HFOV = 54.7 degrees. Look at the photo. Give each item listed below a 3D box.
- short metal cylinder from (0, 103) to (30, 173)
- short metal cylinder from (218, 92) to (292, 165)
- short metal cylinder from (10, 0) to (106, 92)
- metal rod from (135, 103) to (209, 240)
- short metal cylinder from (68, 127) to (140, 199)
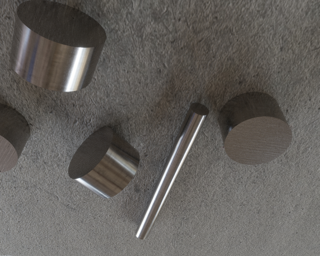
[{"bbox_3d":[-0.217,0.013,0.400,0.081,0.050,0.079,0,130,0],"label":"short metal cylinder"},{"bbox_3d":[0.118,0.001,0.393,0.081,0.050,0.079,0,130,0],"label":"short metal cylinder"},{"bbox_3d":[-0.099,-0.080,0.302,0.080,0.080,0.050,19,128,-15],"label":"short metal cylinder"},{"bbox_3d":[0.008,0.085,0.479,0.025,0.025,0.298,12,129,-11],"label":"metal rod"},{"bbox_3d":[-0.074,0.045,0.409,0.080,0.080,0.050,-31,124,24],"label":"short metal cylinder"}]
